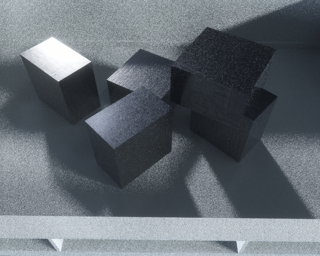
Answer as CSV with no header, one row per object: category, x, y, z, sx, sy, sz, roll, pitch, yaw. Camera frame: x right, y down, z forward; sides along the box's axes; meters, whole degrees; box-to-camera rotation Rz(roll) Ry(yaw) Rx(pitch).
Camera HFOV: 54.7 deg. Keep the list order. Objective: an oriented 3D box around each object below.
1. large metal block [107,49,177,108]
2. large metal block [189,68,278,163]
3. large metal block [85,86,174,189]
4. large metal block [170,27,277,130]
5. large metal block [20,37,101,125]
large metal block,-0.015,-0.058,0.438,0.080,0.050,0.080,25,54,19
large metal block,0.086,-0.017,0.384,0.080,0.080,0.050,35,59,26
large metal block,-0.032,0.011,0.360,0.080,0.080,0.050,-35,59,-26
large metal block,0.066,-0.056,0.332,0.080,0.050,0.080,25,55,19
large metal block,-0.132,-0.063,0.422,0.080,0.080,0.050,34,58,25
